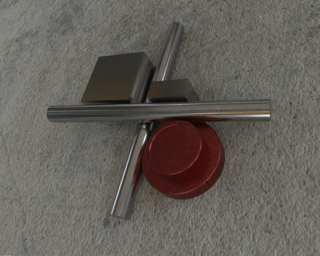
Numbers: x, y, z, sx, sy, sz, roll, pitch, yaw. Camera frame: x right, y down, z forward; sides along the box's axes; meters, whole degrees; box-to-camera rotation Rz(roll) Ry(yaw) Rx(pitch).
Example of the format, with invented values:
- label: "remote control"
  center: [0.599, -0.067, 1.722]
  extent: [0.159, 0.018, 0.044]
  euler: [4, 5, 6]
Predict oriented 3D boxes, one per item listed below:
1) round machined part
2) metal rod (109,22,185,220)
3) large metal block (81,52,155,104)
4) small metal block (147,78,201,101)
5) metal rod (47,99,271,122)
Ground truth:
- label: "round machined part"
  center: [0.022, 0.030, 0.362]
  extent: [0.098, 0.042, 0.098]
  euler: [-13, 56, 20]
- label: "metal rod"
  center: [-0.011, -0.026, 0.426]
  extent: [0.025, 0.025, 0.300]
  euler: [2, 62, 29]
- label: "large metal block"
  center: [-0.057, -0.061, 0.454]
  extent: [0.080, 0.050, 0.080]
  euler: [1, 62, 28]
- label: "small metal block"
  center: [0.019, -0.037, 0.401]
  extent: [0.050, 0.050, 0.025]
  euler: [-1, 61, 27]
- label: "metal rod"
  center: [-0.018, -0.020, 0.394]
  extent: [0.301, 0.025, 0.025]
  euler: [0, 62, 23]
